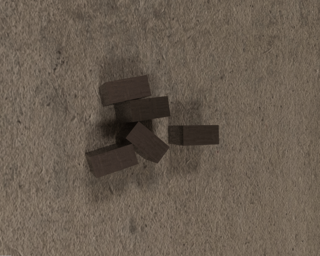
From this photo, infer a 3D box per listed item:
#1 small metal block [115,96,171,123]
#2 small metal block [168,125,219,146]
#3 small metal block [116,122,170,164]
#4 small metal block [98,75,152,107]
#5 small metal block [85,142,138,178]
[{"bbox_3d":[-0.023,-0.022,0.385,0.050,0.050,0.025,-10,94,-29],"label":"small metal block"},{"bbox_3d":[0.044,0.009,0.413,0.050,0.050,0.025,-1,91,-20],"label":"small metal block"},{"bbox_3d":[-0.023,0.017,0.388,0.050,0.050,0.025,40,77,-17],"label":"small metal block"},{"bbox_3d":[-0.044,-0.045,0.380,0.050,0.050,0.025,-14,95,-20],"label":"small metal block"},{"bbox_3d":[-0.060,0.037,0.374,0.050,0.050,0.025,-17,97,-19],"label":"small metal block"}]
